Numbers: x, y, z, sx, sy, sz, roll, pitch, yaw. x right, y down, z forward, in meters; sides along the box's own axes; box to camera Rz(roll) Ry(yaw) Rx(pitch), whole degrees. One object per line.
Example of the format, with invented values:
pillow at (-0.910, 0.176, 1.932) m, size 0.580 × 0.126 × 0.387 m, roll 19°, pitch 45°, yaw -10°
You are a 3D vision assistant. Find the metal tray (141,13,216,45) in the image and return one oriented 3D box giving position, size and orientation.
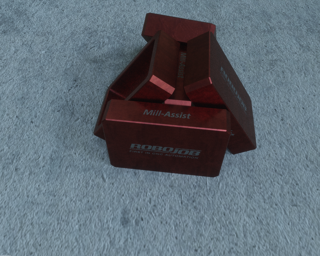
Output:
metal tray at (0.034, -0.123, 0.448) m, size 0.090 × 0.130 × 0.030 m, roll 14°, pitch 93°, yaw 11°

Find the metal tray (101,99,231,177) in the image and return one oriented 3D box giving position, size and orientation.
metal tray at (0.007, 0.014, 0.350) m, size 0.131 × 0.089 × 0.030 m, roll 5°, pitch 51°, yaw 4°

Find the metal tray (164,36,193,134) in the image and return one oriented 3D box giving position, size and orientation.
metal tray at (0.026, -0.047, 0.401) m, size 0.030 × 0.089 × 0.130 m, roll 6°, pitch 50°, yaw 4°

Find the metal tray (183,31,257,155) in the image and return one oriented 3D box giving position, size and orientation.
metal tray at (0.076, -0.039, 0.374) m, size 0.030 × 0.130 × 0.090 m, roll -19°, pitch 44°, yaw 29°

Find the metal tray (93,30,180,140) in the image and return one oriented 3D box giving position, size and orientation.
metal tray at (-0.030, -0.047, 0.381) m, size 0.030 × 0.129 × 0.090 m, roll 30°, pitch 46°, yaw -24°
